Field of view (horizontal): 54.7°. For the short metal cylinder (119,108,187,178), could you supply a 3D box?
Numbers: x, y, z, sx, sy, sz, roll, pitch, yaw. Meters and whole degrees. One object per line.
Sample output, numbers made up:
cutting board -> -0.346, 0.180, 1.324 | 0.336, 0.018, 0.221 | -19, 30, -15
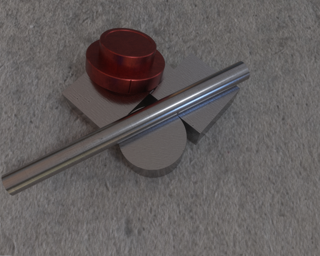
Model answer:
short metal cylinder -> -0.009, 0.018, 0.389 | 0.081, 0.050, 0.080 | 0, 70, 0

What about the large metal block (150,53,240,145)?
large metal block -> 0.044, -0.038, 0.411 | 0.080, 0.050, 0.080 | 40, 74, 13

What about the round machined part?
round machined part -> -0.041, -0.089, 0.385 | 0.099, 0.042, 0.098 | 8, 43, -8

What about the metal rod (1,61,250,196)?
metal rod -> -0.030, -0.005, 0.357 | 0.302, 0.025, 0.025 | -27, 73, -10

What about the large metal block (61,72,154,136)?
large metal block -> -0.065, -0.037, 0.408 | 0.080, 0.050, 0.080 | 40, 75, 13

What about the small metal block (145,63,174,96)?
small metal block -> -0.010, -0.070, 0.434 | 0.050, 0.025, 0.050 | 41, 75, 13
